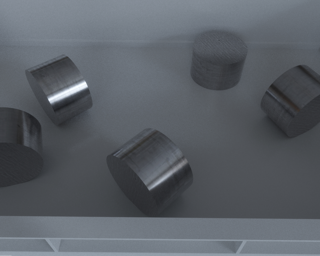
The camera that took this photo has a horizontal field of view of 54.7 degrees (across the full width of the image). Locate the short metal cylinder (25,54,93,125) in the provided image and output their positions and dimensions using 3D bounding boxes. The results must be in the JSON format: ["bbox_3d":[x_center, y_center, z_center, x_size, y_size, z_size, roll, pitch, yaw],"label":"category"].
[{"bbox_3d":[-0.133,-0.050,0.410,0.050,0.080,0.080,-32,57,-24],"label":"short metal cylinder"}]

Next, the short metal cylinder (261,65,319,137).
[{"bbox_3d":[0.180,-0.034,0.400,0.081,0.080,0.050,-22,54,-18],"label":"short metal cylinder"}]

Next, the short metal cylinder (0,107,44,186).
[{"bbox_3d":[-0.175,0.023,0.348,0.081,0.080,0.050,-12,51,-10],"label":"short metal cylinder"}]

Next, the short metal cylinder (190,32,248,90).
[{"bbox_3d":[0.089,-0.104,0.477,0.081,0.050,0.080,0,50,0],"label":"short metal cylinder"}]

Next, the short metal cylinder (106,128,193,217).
[{"bbox_3d":[-0.012,0.047,0.330,0.050,0.080,0.080,-37,60,-27],"label":"short metal cylinder"}]
